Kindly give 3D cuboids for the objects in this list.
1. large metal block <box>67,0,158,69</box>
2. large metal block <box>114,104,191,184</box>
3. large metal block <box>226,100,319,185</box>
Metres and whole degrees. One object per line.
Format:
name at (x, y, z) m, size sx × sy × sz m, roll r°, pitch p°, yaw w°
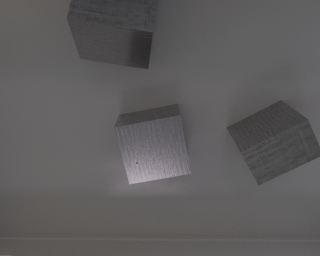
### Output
large metal block at (-0.047, -0.109, 0.334) m, size 0.081 × 0.080 × 0.050 m, roll 8°, pitch 74°, yaw -3°
large metal block at (-0.007, 0.020, 0.405) m, size 0.080 × 0.050 × 0.079 m, roll -11°, pitch 110°, yaw 4°
large metal block at (0.139, 0.015, 0.389) m, size 0.080 × 0.080 × 0.050 m, roll -28°, pitch 108°, yaw 10°
